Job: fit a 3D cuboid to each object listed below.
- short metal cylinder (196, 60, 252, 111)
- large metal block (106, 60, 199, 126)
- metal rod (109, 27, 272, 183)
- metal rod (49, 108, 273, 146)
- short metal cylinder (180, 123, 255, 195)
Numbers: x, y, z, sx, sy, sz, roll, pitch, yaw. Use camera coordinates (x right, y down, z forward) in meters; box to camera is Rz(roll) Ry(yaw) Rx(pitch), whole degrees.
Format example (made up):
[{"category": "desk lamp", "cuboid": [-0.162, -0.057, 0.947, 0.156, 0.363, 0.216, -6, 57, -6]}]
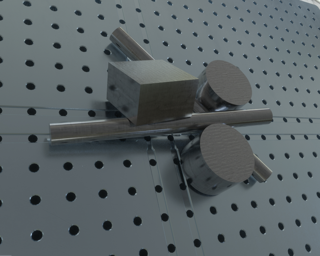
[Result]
[{"category": "short metal cylinder", "cuboid": [0.091, -0.056, 0.471, 0.081, 0.050, 0.080, 14, 56, -21]}, {"category": "large metal block", "cuboid": [-0.012, -0.048, 0.387, 0.081, 0.050, 0.080, -11, 33, -32]}, {"category": "metal rod", "cuboid": [0.043, -0.034, 0.448, 0.300, 0.025, 0.025, 44, 51, 2]}, {"category": "metal rod", "cuboid": [0.019, -0.005, 0.396, 0.303, 0.025, 0.025, -5, 64, -24]}, {"category": "short metal cylinder", "cuboid": [0.074, 0.041, 0.402, 0.081, 0.050, 0.080, 14, 56, -21]}]
